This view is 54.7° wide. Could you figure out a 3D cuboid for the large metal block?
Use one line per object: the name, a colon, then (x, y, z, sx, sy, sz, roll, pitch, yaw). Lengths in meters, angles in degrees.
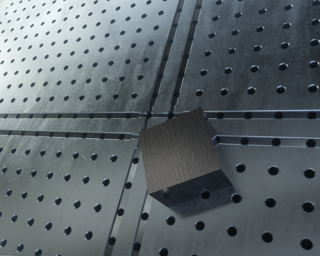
large metal block: (0.028, 0.034, 0.356, 0.080, 0.050, 0.080, -22, 54, 14)
